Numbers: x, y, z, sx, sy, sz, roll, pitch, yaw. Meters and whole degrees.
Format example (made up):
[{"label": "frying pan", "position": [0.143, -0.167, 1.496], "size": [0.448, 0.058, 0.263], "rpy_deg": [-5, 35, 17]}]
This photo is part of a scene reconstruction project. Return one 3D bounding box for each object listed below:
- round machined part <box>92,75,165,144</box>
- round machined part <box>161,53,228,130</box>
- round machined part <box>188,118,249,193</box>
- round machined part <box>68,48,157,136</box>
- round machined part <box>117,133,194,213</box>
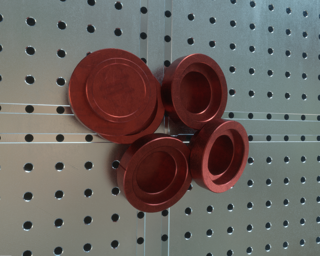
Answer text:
[{"label": "round machined part", "position": [-0.046, -0.029, 0.387], "size": [0.099, 0.042, 0.097], "rpy_deg": [0, 90, -21]}, {"label": "round machined part", "position": [0.041, -0.046, 0.410], "size": [0.099, 0.042, 0.097], "rpy_deg": [-1, 92, -37]}, {"label": "round machined part", "position": [0.074, 0.034, 0.420], "size": [0.099, 0.042, 0.097], "rpy_deg": [-12, 108, -39]}, {"label": "round machined part", "position": [-0.049, -0.040, 0.341], "size": [0.099, 0.042, 0.097], "rpy_deg": [0, 90, -21]}, {"label": "round machined part", "position": [-0.009, 0.053, 0.392], "size": [0.099, 0.042, 0.097], "rpy_deg": [-9, 109, -28]}]
